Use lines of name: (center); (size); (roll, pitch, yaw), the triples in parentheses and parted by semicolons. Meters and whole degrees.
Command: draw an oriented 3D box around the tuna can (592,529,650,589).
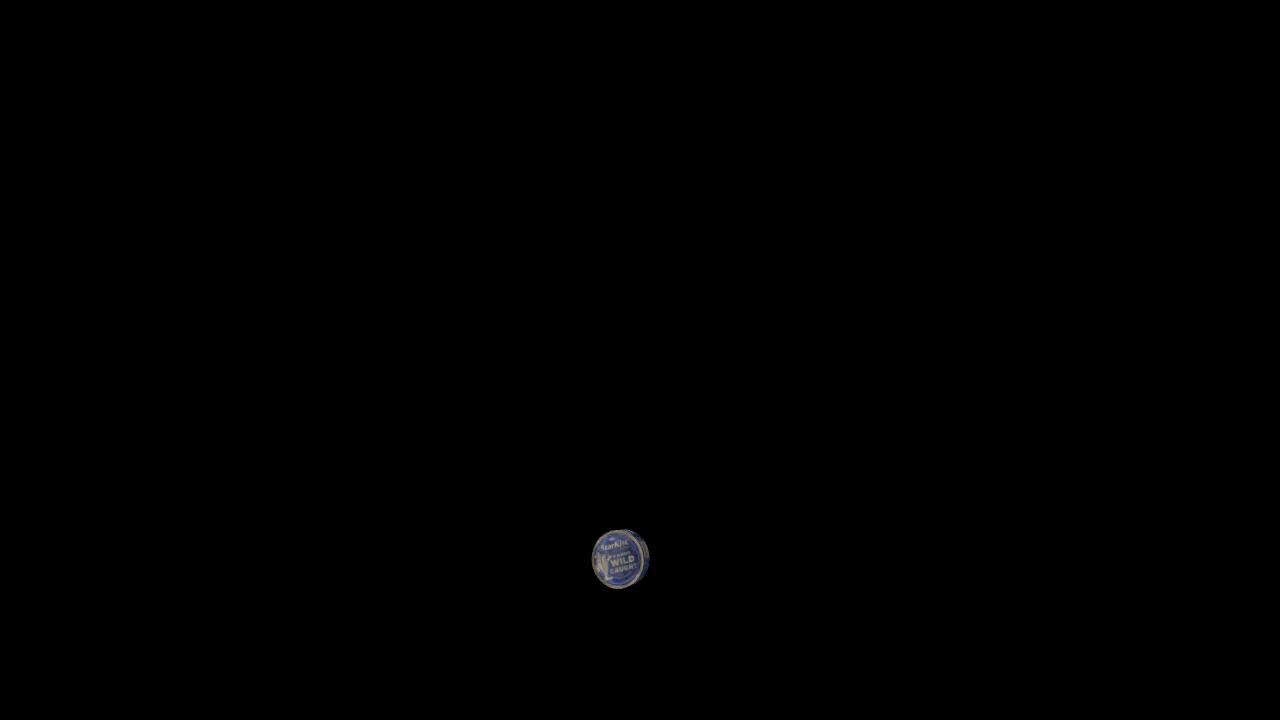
tuna can: (-0.028, 0.299, 0.928); (0.084, 0.084, 0.034); (0, -11, 21)
